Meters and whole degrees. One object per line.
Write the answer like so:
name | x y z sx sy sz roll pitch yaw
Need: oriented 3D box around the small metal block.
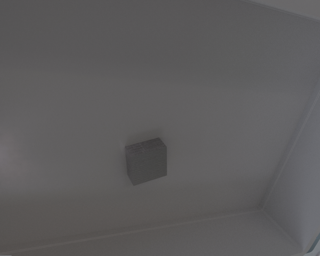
small metal block | -0.019 0.046 0.426 0.050 0.025 0.050 -14 124 -20
